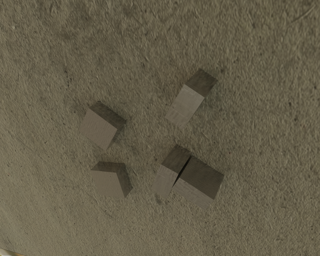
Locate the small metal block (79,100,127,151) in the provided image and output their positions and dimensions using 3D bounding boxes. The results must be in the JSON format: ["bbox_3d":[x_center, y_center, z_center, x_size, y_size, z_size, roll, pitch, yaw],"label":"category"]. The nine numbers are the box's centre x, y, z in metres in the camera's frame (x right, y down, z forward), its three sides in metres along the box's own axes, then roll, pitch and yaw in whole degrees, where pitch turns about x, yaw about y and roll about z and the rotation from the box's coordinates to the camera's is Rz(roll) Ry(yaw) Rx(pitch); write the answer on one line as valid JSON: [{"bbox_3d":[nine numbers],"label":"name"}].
[{"bbox_3d":[-0.084,-0.003,0.449,0.050,0.025,0.050,36,129,3],"label":"small metal block"}]

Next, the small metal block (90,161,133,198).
[{"bbox_3d":[-0.078,0.083,0.499,0.050,0.025,0.050,1,119,28],"label":"small metal block"}]

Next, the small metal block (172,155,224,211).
[{"bbox_3d":[0.051,0.071,0.408,0.050,0.050,0.025,33,129,6],"label":"small metal block"}]

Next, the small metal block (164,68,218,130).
[{"bbox_3d":[0.036,-0.033,0.351,0.025,0.050,0.050,35,129,5],"label":"small metal block"}]

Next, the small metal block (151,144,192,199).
[{"bbox_3d":[0.016,0.058,0.418,0.025,0.050,0.050,28,128,11],"label":"small metal block"}]
